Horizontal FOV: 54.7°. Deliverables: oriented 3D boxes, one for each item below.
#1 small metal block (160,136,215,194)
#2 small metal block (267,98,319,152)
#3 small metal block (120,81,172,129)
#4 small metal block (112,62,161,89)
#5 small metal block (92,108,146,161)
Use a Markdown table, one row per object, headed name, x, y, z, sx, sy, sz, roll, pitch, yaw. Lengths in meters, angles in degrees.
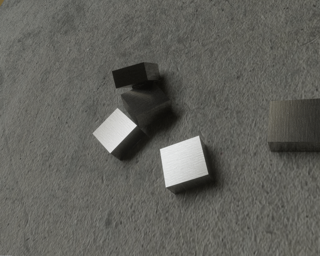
| name | x | y | z | sx | sy | sz | roll | pitch | yaw |
| --- | --- | --- | --- | --- | --- | --- | --- | --- | --- |
| small metal block | 0.031 | 0.043 | 0.361 | 0.050 | 0.025 | 0.050 | -20 | 54 | 16 |
| small metal block | 0.144 | -0.002 | 0.330 | 0.050 | 0.025 | 0.050 | -1 | 61 | 27 |
| small metal block | -0.019 | -0.033 | 0.424 | 0.050 | 0.025 | 0.050 | -26 | 50 | -15 |
| small metal block | -0.033 | -0.076 | 0.449 | 0.050 | 0.050 | 0.025 | -11 | 95 | 22 |
| small metal block | -0.057 | 0.008 | 0.429 | 0.050 | 0.025 | 0.050 | -46 | 51 | -4 |
